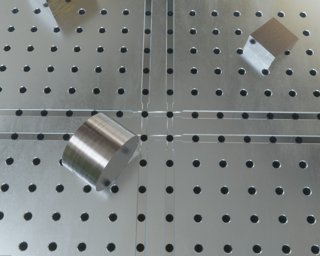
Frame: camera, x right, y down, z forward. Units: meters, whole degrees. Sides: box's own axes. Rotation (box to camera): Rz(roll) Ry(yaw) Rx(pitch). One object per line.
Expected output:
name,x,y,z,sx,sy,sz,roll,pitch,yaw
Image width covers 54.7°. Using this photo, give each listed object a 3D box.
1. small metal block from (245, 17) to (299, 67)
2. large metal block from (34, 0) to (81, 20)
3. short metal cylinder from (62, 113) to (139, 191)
small metal block,0.166,-0.128,0.460,0.050,0.025,0.050,-38,75,-13
large metal block,-0.165,-0.231,0.482,0.080,0.050,0.080,43,75,14
short metal cylinder,-0.069,0.028,0.372,0.050,0.080,0.080,34,74,11
